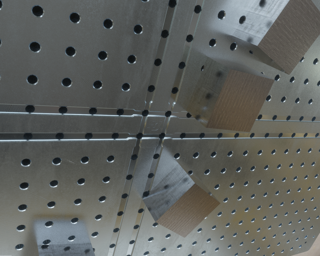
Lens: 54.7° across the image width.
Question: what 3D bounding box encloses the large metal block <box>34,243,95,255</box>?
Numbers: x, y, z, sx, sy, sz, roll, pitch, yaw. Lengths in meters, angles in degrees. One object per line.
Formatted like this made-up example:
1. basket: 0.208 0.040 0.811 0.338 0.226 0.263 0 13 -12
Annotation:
1. large metal block: -0.145 0.218 0.452 0.081 0.050 0.079 12 112 -34

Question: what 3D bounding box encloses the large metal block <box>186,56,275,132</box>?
1. large metal block: 0.095 -0.044 0.422 0.081 0.050 0.079 6 116 -31

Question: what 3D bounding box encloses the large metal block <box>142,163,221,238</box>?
1. large metal block: 0.034 0.115 0.487 0.080 0.050 0.080 -45 130 3

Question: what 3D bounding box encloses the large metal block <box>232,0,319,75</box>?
1. large metal block: 0.156 -0.129 0.403 0.080 0.050 0.080 25 105 -37
